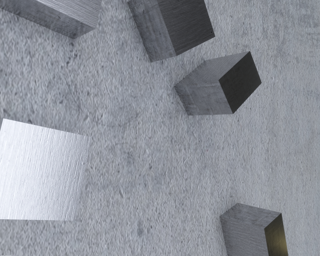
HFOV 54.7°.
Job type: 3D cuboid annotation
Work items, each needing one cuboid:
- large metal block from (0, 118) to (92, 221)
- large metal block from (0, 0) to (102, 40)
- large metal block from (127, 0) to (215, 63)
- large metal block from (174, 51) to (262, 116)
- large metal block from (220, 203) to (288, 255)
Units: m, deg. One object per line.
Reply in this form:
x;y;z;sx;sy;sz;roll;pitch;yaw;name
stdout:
-0.119;0.039;0.289;0.081;0.050;0.080;16;80;-39;large metal block
-0.102;-0.145;0.302;0.081;0.050;0.080;16;80;-39;large metal block
0.017;-0.140;0.402;0.081;0.050;0.080;-34;111;-35;large metal block
0.082;-0.061;0.437;0.080;0.080;0.050;-43;116;-32;large metal block
0.150;0.174;0.495;0.050;0.080;0.080;-21;104;-38;large metal block
